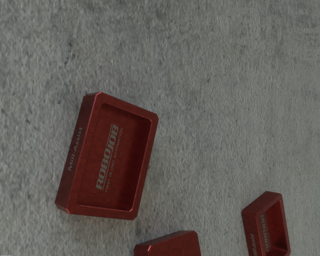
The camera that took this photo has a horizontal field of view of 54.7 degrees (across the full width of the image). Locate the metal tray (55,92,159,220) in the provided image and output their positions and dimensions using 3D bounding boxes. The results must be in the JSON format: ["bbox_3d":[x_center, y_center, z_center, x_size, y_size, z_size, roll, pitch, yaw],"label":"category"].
[{"bbox_3d":[-0.056,0.034,0.355,0.091,0.030,0.129,20,77,-38],"label":"metal tray"}]

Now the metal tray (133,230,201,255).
[{"bbox_3d":[0.019,0.207,0.397,0.091,0.030,0.129,0,75,-43],"label":"metal tray"}]

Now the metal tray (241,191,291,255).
[{"bbox_3d":[0.198,0.194,0.571,0.091,0.030,0.129,-21,104,-38],"label":"metal tray"}]
